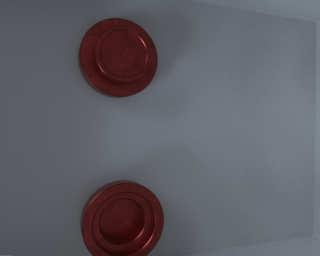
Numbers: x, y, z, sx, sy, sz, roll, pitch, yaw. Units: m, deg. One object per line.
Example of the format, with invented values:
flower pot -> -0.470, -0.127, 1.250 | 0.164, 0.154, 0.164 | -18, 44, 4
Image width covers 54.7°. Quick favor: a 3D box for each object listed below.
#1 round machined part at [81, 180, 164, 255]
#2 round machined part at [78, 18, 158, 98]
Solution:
round machined part -> -0.048, 0.113, 0.384 | 0.099, 0.042, 0.097 | 0, 90, -20
round machined part -> -0.049, -0.088, 0.383 | 0.099, 0.042, 0.097 | 0, 90, -20
